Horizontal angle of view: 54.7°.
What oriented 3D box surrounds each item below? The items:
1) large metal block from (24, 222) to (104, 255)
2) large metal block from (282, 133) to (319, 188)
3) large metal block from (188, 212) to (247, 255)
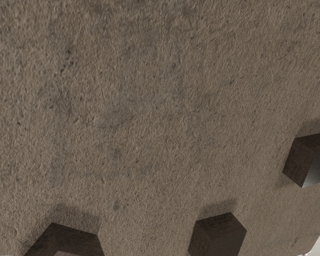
[{"bbox_3d":[-0.137,0.188,0.433,0.080,0.050,0.080,-50,129,7],"label":"large metal block"},{"bbox_3d":[0.293,0.060,0.592,0.081,0.050,0.079,-8,122,-25],"label":"large metal block"},{"bbox_3d":[0.107,0.214,0.584,0.081,0.050,0.079,-5,121,-26],"label":"large metal block"}]
